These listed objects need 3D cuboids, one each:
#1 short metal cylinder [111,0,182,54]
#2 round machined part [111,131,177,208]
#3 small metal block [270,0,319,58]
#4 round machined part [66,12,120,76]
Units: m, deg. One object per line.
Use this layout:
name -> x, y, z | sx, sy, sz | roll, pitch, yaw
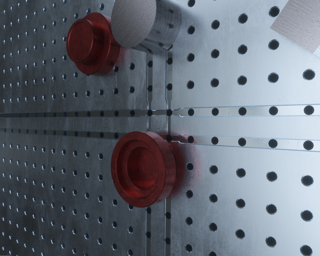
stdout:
short metal cylinder -> -0.019, -0.142, 0.409 | 0.080, 0.050, 0.080 | 0, 90, 40
round machined part -> -0.017, 0.053, 0.413 | 0.098, 0.042, 0.097 | 0, 90, 40
small metal block -> 0.143, -0.102, 0.291 | 0.050, 0.025, 0.050 | 46, 117, 30
round machined part -> -0.111, -0.134, 0.490 | 0.098, 0.042, 0.097 | 0, 90, 40
